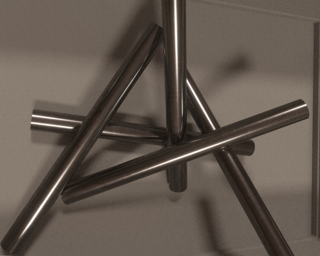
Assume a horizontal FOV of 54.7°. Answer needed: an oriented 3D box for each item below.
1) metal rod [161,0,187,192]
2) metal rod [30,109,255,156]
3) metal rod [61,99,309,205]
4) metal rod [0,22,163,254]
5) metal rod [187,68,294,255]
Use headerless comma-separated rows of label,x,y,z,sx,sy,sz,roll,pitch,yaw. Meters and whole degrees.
metal rod,0.018,-0.052,0.355,0.025,0.025,0.298,-14,119,-20
metal rod,-0.007,0.010,0.409,0.302,0.025,0.025,8,88,-20
metal rod,0.028,0.029,0.368,0.301,0.025,0.025,-20,98,1
metal rod,-0.085,0.010,0.354,0.025,0.025,0.299,34,88,-17
metal rod,0.089,0.049,0.383,0.025,0.025,0.299,-22,74,-19
